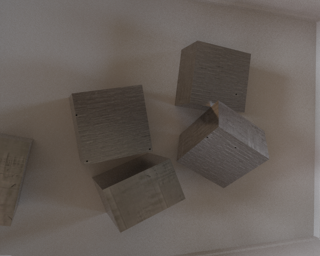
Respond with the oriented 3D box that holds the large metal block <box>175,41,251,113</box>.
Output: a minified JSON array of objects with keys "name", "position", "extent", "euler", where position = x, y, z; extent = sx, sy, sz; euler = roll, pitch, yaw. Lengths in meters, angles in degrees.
[{"name":"large metal block","position":[0.071,-0.065,0.423],"extent":[0.081,0.050,0.080],"euler":[8,87,-20]}]

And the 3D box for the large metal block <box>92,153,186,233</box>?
[{"name":"large metal block","position":[-0.029,0.071,0.371],"extent":[0.081,0.080,0.050],"euler":[-23,98,-19]}]

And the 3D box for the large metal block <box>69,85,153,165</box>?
[{"name":"large metal block","position":[-0.060,-0.005,0.375],"extent":[0.081,0.050,0.080],"euler":[-10,94,-20]}]

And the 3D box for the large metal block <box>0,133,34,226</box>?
[{"name":"large metal block","position":[-0.168,0.047,0.319],"extent":[0.050,0.080,0.080],"euler":[13,86,-20]}]

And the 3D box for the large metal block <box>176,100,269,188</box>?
[{"name":"large metal block","position":[0.080,0.024,0.403],"extent":[0.080,0.080,0.050],"euler":[31,40,-18]}]
